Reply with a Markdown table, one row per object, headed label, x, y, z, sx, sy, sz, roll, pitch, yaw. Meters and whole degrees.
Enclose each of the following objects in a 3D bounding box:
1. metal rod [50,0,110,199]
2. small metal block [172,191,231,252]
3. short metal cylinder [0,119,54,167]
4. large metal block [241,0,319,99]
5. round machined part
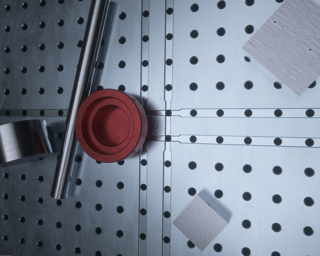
| label | x | y | z | sx | sy | sz | roll | pitch | yaw |
| --- | --- | --- | --- | --- | --- | --- | --- | --- | --- |
| metal rod | -0.117 | -0.043 | 0.452 | 0.025 | 0.025 | 0.298 | 15 | 95 | 19 |
| small metal block | 0.053 | 0.117 | 0.393 | 0.050 | 0.025 | 0.050 | 42 | 103 | 15 |
| short metal cylinder | -0.203 | 0.023 | 0.453 | 0.080 | 0.080 | 0.050 | -18 | 84 | 19 |
| large metal block | 0.152 | -0.090 | 0.346 | 0.080 | 0.050 | 0.080 | 46 | 104 | 14 |
| round machined part | -0.062 | -0.003 | 0.424 | 0.098 | 0.042 | 0.097 | 0 | 90 | 19 |
